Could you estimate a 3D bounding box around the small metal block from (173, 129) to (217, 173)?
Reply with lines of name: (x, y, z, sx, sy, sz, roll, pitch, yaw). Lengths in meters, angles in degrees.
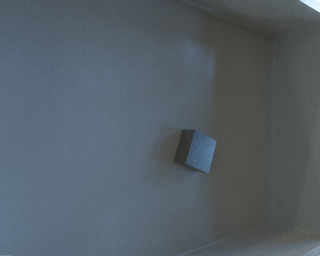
small metal block: (0.052, 0.034, 0.453, 0.050, 0.025, 0.050, 27, 73, -37)
